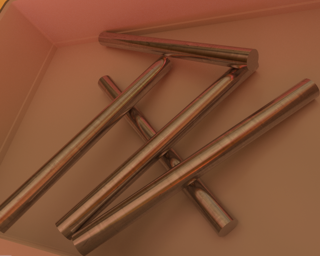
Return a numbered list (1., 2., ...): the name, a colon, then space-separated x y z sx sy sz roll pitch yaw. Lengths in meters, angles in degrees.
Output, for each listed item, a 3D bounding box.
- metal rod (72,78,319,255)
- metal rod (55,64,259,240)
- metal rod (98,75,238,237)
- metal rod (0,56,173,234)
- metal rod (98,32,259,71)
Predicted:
1. metal rod: 0.043 0.037 0.331 0.301 0.025 0.025 -33 51 -6
2. metal rod: 0.007 0.012 0.363 0.301 0.025 0.025 -42 50 -13
3. metal rod: -0.010 0.013 0.402 0.025 0.025 0.300 -42 51 0
4. metal rod: -0.083 0.003 0.393 0.025 0.025 0.301 22 57 36
5. metal rod: 0.003 -0.119 0.457 0.300 0.025 0.025 22 73 42
